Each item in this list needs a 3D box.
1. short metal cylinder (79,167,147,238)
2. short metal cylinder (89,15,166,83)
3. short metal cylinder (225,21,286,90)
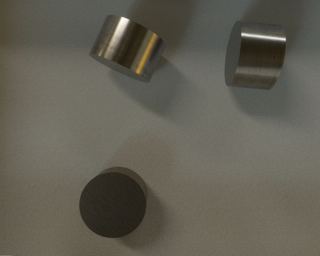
[{"bbox_3d":[-0.057,0.093,0.398,0.081,0.050,0.079,0,90,-1],"label":"short metal cylinder"},{"bbox_3d":[-0.040,-0.096,0.383,0.080,0.080,0.050,24,90,-1],"label":"short metal cylinder"},{"bbox_3d":[0.115,-0.089,0.385,0.050,0.080,0.079,6,90,0],"label":"short metal cylinder"}]
